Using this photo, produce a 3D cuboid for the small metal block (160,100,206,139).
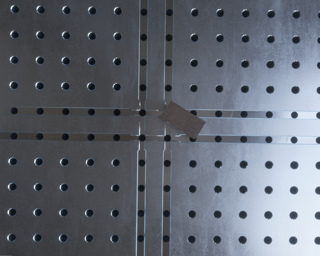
[{"bbox_3d":[0.028,-0.010,0.401,0.050,0.050,0.025,32,90,-1],"label":"small metal block"}]
